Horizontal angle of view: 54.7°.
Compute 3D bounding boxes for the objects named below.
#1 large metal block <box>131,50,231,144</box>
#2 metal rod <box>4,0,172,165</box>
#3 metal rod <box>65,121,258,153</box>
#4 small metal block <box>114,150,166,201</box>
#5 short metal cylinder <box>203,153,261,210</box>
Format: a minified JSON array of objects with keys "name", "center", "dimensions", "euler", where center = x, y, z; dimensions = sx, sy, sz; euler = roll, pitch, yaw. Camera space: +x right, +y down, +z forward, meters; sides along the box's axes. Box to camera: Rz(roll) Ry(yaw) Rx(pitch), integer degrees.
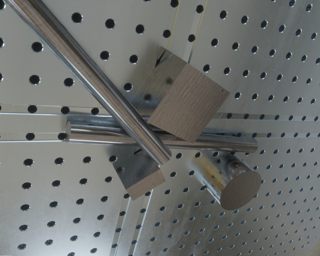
[{"name":"large metal block","center":[0.026,-0.037,0.386],"dimensions":[0.080,0.050,0.080],"euler":[26,104,-37]},{"name":"metal rod","center":[-0.075,-0.058,0.316],"dimensions":[0.025,0.025,0.300],"euler":[-40,124,-1]},{"name":"metal rod","center":[0.023,0.017,0.434],"dimensions":[0.302,0.025,0.025],"euler":[5,116,-31]},{"name":"small metal block","center":[-0.028,0.062,0.418],"dimensions":[0.050,0.050,0.025],"euler":[-30,129,-9]},{"name":"short metal cylinder","center":[0.120,0.089,0.516],"dimensions":[0.081,0.050,0.079],"euler":[-14,124,-21]}]
